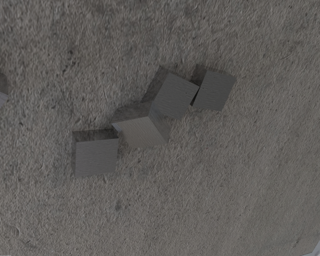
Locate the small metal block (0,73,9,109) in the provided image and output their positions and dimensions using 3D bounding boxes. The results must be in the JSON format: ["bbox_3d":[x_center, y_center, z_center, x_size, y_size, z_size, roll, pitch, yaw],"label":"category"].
[{"bbox_3d":[-0.167,-0.040,0.275,0.050,0.050,0.025,29,102,-38],"label":"small metal block"}]

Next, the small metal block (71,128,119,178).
[{"bbox_3d":[-0.081,0.030,0.381,0.050,0.025,0.050,-5,121,-26],"label":"small metal block"}]

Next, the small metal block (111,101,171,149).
[{"bbox_3d":[-0.022,-0.003,0.376,0.050,0.025,0.050,-10,135,27],"label":"small metal block"}]

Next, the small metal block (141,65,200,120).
[{"bbox_3d":[0.013,-0.043,0.387,0.050,0.025,0.050,18,109,-36],"label":"small metal block"}]

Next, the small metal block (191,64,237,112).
[{"bbox_3d":[0.066,-0.052,0.410,0.050,0.025,0.050,7,115,-32],"label":"small metal block"}]
